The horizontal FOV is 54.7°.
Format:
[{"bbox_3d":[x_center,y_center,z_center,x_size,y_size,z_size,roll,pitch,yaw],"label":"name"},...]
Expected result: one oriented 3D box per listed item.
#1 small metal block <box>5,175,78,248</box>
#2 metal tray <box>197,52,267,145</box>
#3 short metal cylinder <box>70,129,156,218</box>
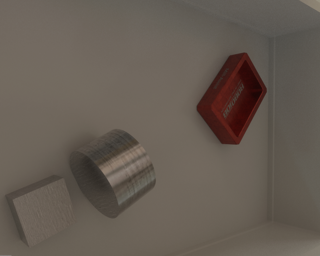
[{"bbox_3d":[-0.117,0.081,0.310,0.050,0.025,0.050,-22,104,-38],"label":"small metal block"},{"bbox_3d":[0.122,-0.048,0.508,0.090,0.030,0.130,50,61,-29],"label":"metal tray"},{"bbox_3d":[-0.051,0.048,0.330,0.050,0.080,0.080,-33,111,-36],"label":"short metal cylinder"}]
